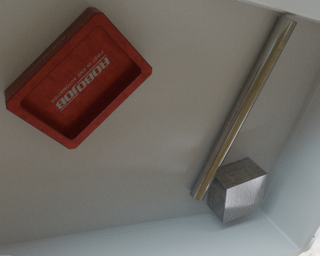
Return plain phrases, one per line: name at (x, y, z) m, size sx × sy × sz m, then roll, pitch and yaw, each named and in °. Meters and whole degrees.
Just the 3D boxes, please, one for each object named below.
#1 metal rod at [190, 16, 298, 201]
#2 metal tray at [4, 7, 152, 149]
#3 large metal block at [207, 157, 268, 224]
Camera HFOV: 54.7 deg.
metal rod at (0.117, -0.017, 0.464) m, size 0.025 × 0.025 × 0.298 m, roll 10°, pitch 113°, yaw -33°
metal tray at (-0.084, -0.049, 0.330) m, size 0.130 × 0.030 × 0.090 m, roll -44°, pitch 130°, yaw 2°
large metal block at (0.130, 0.106, 0.532) m, size 0.081 × 0.050 × 0.079 m, roll -15°, pitch 125°, yaw -20°
